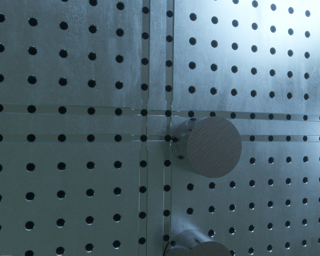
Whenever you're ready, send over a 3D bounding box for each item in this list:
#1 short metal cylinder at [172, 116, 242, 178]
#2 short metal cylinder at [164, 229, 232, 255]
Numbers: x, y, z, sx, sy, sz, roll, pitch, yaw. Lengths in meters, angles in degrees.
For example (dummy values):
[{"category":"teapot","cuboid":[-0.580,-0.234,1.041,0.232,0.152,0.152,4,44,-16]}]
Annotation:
[{"category":"short metal cylinder","cuboid":[0.063,0.025,0.422,0.081,0.050,0.079,0,90,-20]},{"category":"short metal cylinder","cuboid":[0.052,0.184,0.419,0.081,0.050,0.079,0,90,-20]}]
